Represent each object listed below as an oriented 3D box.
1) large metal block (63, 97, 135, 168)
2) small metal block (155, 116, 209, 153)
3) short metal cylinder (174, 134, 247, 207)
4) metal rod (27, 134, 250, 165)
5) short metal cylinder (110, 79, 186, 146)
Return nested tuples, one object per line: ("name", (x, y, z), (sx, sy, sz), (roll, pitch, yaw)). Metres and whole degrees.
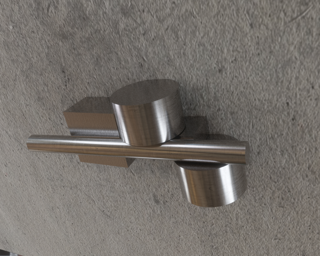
("large metal block", (-0.075, 0.004, 0.428), (0.080, 0.050, 0.079), (3, 120, 26))
("small metal block", (0.028, 0.008, 0.380), (0.050, 0.050, 0.025), (1, 119, 27))
("short metal cylinder", (0.060, 0.048, 0.369), (0.080, 0.080, 0.050), (0, 118, 28))
("metal rod", (-0.046, 0.024, 0.380), (0.301, 0.025, 0.025), (1, 119, 26))
("short metal cylinder", (-0.013, -0.021, 0.367), (0.080, 0.080, 0.050), (2, 120, 27))
